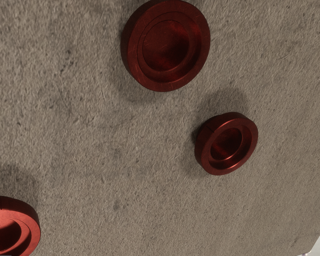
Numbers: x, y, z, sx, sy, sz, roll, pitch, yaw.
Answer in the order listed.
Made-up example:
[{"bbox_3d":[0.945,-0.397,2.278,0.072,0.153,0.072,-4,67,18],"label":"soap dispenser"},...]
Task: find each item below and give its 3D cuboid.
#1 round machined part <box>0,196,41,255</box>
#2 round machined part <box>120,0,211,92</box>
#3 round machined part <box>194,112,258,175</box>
[{"bbox_3d":[-0.195,0.119,0.364,0.099,0.042,0.097,-14,125,-21],"label":"round machined part"},{"bbox_3d":[0.003,-0.093,0.341,0.099,0.042,0.097,-14,125,-21],"label":"round machined part"},{"bbox_3d":[0.093,0.019,0.461,0.099,0.042,0.097,-14,125,-21],"label":"round machined part"}]
